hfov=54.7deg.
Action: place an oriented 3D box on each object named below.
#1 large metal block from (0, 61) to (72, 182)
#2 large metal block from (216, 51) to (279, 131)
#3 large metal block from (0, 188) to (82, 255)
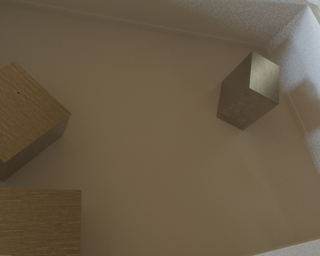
[{"bbox_3d":[-0.152,-0.008,0.312,0.080,0.050,0.080,43,51,1],"label":"large metal block"},{"bbox_3d":[0.135,-0.056,0.477,0.050,0.080,0.080,26,53,-13],"label":"large metal block"},{"bbox_3d":[-0.115,0.099,0.268,0.081,0.050,0.080,7,59,-25],"label":"large metal block"}]
